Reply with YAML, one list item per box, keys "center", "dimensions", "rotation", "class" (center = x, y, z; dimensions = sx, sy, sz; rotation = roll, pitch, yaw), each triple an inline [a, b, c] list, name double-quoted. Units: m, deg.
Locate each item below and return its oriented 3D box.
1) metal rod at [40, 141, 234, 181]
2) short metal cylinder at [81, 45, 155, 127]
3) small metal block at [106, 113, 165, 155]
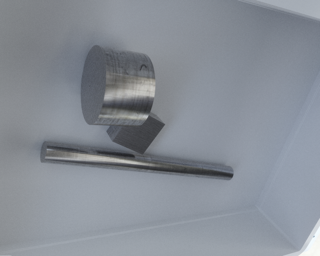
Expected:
- center: [-0.009, 0.051, 0.436]
  dimensions: [0.302, 0.025, 0.025]
  rotation: [11, 113, -34]
  class: "metal rod"
- center: [-0.046, -0.042, 0.323]
  dimensions: [0.050, 0.080, 0.079]
  rotation: [3, 117, -30]
  class: "short metal cylinder"
- center: [-0.031, 0.000, 0.393]
  dimensions: [0.050, 0.025, 0.050]
  rotation: [29, 102, -38]
  class: "small metal block"
